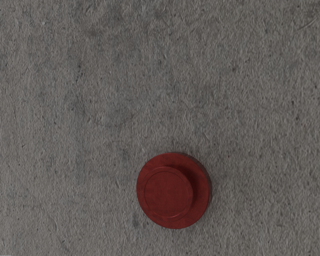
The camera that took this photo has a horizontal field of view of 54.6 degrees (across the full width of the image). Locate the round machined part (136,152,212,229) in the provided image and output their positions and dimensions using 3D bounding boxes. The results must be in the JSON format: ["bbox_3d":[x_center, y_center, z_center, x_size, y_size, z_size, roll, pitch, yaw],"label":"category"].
[{"bbox_3d":[0.014,0.080,0.395,0.098,0.042,0.097,0,90,20],"label":"round machined part"}]
